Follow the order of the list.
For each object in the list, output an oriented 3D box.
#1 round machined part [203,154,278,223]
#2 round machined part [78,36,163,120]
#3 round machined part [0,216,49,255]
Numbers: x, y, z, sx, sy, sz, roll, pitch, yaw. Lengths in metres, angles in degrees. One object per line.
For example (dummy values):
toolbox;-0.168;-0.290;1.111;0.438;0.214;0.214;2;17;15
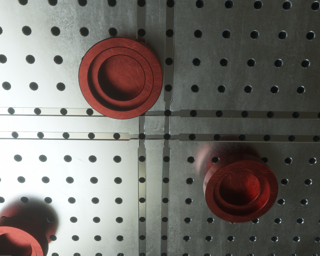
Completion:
round machined part;0.110;0.080;0.436;0.099;0.042;0.097;0;110;-1
round machined part;-0.046;-0.063;0.381;0.099;0.042;0.097;0;110;-1
round machined part;-0.217;0.174;0.465;0.099;0.042;0.097;0;110;-1
